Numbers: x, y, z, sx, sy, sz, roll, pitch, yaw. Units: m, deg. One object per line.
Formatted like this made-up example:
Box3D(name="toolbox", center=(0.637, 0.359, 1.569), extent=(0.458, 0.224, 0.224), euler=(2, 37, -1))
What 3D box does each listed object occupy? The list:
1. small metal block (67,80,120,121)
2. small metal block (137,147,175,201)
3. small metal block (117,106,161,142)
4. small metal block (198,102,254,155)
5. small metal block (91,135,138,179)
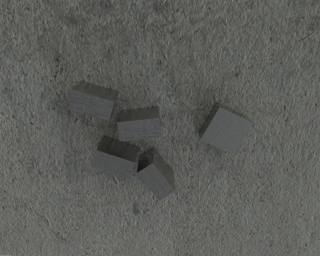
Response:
Box3D(name="small metal block", center=(-0.080, -0.035, 0.383), extent=(0.050, 0.050, 0.025), euler=(16, 109, -6))
Box3D(name="small metal block", center=(-0.005, 0.061, 0.419), extent=(0.025, 0.050, 0.050), euler=(-33, 107, 11))
Box3D(name="small metal block", center=(-0.025, -0.006, 0.394), extent=(0.050, 0.050, 0.025), euler=(-6, 110, 2))
Box3D(name="small metal block", center=(0.086, 0.000, 0.411), extent=(0.050, 0.025, 0.050), euler=(25, 108, -9))
Box3D(name="small metal block", center=(-0.058, 0.037, 0.410), extent=(0.050, 0.050, 0.025), euler=(19, 109, -7))
